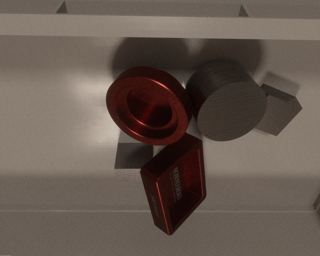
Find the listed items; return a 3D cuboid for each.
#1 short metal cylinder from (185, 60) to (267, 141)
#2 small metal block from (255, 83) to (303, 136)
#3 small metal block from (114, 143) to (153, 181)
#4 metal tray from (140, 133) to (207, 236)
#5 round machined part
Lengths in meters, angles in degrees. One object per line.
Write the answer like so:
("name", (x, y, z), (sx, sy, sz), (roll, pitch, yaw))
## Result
("short metal cylinder", (0.074, -0.031, 0.357), (0.081, 0.050, 0.079), (-8, 130, -10))
("small metal block", (0.140, -0.022, 0.393), (0.050, 0.025, 0.050), (19, 128, -16))
("small metal block", (-0.035, 0.047, 0.432), (0.050, 0.050, 0.025), (0, 130, -1))
("metal tray", (0.024, 0.081, 0.438), (0.030, 0.090, 0.129), (26, 142, 36))
("round machined part", (-0.009, -0.029, 0.359), (0.098, 0.042, 0.097), (14, 135, 15))
